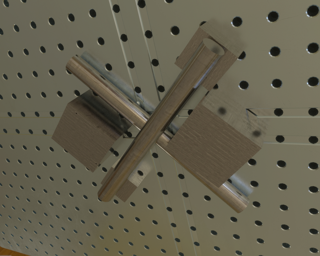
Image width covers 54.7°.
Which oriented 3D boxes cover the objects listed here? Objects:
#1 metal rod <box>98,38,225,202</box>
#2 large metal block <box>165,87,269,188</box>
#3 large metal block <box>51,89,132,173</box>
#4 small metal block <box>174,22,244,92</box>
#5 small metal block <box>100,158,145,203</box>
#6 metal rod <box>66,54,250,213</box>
[{"bbox_3d":[-0.017,0.013,0.395,0.025,0.025,0.298,39,129,2],"label":"metal rod"},{"bbox_3d":[0.066,0.011,0.367,0.080,0.050,0.080,37,129,3],"label":"large metal block"},{"bbox_3d":[-0.099,0.005,0.451,0.080,0.050,0.080,40,129,1],"label":"large metal block"},{"bbox_3d":[0.052,-0.077,0.337,0.050,0.025,0.050,39,129,1],"label":"small metal block"},{"bbox_3d":[-0.060,0.084,0.495,0.050,0.025,0.050,38,129,2],"label":"small metal block"},{"bbox_3d":[-0.003,0.008,0.416,0.300,0.025,0.025,40,129,0],"label":"metal rod"}]
